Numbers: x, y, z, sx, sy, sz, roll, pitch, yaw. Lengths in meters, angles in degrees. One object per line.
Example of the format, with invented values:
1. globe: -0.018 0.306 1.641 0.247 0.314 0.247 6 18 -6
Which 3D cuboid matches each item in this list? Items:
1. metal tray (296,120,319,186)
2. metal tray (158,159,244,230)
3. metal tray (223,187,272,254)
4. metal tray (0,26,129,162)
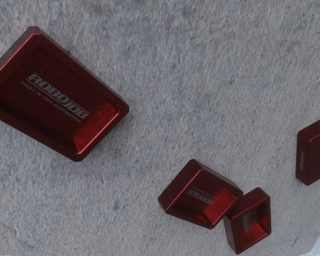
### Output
1. metal tray: 0.313 0.044 0.606 0.091 0.030 0.129 -27 128 -12
2. metal tray: 0.071 0.114 0.514 0.130 0.030 0.090 32 100 -39
3. metal tray: 0.176 0.187 0.618 0.091 0.030 0.129 -27 128 -12
4. metal tray: -0.108 -0.029 0.327 0.090 0.030 0.130 -46 130 4
